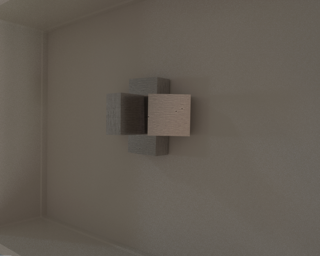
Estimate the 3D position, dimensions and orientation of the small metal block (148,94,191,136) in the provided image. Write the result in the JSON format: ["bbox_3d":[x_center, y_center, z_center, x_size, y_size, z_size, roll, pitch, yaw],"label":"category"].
[{"bbox_3d":[0.011,-0.016,0.380,0.050,0.025,0.050,1,92,0],"label":"small metal block"}]

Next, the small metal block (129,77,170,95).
[{"bbox_3d":[-0.015,-0.041,0.416,0.050,0.025,0.050,3,92,39],"label":"small metal block"}]

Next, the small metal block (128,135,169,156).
[{"bbox_3d":[-0.016,0.010,0.417,0.050,0.025,0.050,3,92,40],"label":"small metal block"}]

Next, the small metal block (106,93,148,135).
[{"bbox_3d":[-0.040,-0.017,0.388,0.025,0.050,0.050,1,91,39],"label":"small metal block"}]

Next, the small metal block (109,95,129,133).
[{"bbox_3d":[-0.057,-0.019,0.434,0.050,0.025,0.050,-172,83,-83],"label":"small metal block"}]
